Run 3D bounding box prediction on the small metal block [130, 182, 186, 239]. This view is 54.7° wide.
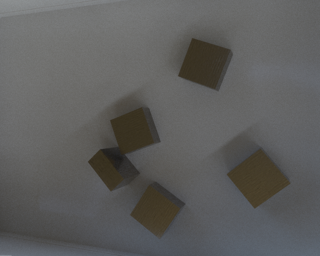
[{"bbox_3d":[-0.003,0.108,0.411,0.050,0.025,0.050,35,101,16],"label":"small metal block"}]

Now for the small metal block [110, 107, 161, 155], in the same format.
[{"bbox_3d":[-0.033,0.004,0.422,0.050,0.025,0.050,-21,83,18],"label":"small metal block"}]

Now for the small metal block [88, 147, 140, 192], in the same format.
[{"bbox_3d":[-0.061,0.054,0.419,0.025,0.050,0.050,-44,76,15],"label":"small metal block"}]

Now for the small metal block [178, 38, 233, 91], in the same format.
[{"bbox_3d":[0.058,-0.079,0.390,0.050,0.025,0.050,23,98,18],"label":"small metal block"}]

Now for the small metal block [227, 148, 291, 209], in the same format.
[{"bbox_3d":[0.117,0.058,0.369,0.050,0.025,0.050,-41,77,15],"label":"small metal block"}]
